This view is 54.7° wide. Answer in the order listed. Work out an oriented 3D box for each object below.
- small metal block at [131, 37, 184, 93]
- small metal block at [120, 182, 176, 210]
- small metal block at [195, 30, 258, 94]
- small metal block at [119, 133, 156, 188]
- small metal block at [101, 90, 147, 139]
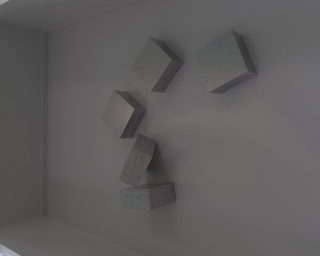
[{"bbox_3d":[-0.004,-0.083,0.411,0.050,0.025,0.050,51,120,27],"label":"small metal block"},{"bbox_3d":[-0.015,0.088,0.403,0.050,0.050,0.025,-11,84,39],"label":"small metal block"},{"bbox_3d":[0.073,-0.072,0.347,0.050,0.025,0.050,-27,73,36],"label":"small metal block"},{"bbox_3d":[-0.029,0.042,0.412,0.025,0.050,0.050,25,111,-6],"label":"small metal block"},{"bbox_3d":[-0.053,-0.020,0.451,0.050,0.025,0.050,43,116,31],"label":"small metal block"}]
